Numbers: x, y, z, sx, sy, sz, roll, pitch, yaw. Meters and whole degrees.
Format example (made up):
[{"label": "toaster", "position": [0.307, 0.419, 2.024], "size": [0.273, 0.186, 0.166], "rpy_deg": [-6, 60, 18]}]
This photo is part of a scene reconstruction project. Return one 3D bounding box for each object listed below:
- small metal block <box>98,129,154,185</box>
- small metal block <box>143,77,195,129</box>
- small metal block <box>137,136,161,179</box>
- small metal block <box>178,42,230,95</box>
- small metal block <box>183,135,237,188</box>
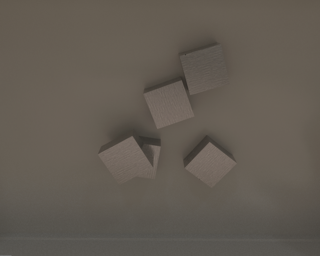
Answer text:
[{"label": "small metal block", "position": [-0.043, 0.037, 0.398], "size": [0.050, 0.025, 0.050], "rpy_deg": [-28, 108, 9]}, {"label": "small metal block", "position": [0.012, -0.033, 0.399], "size": [0.050, 0.025, 0.050], "rpy_deg": [-19, 109, 6]}, {"label": "small metal block", "position": [-0.028, 0.039, 0.425], "size": [0.050, 0.025, 0.050], "rpy_deg": [9, 110, -4]}, {"label": "small metal block", "position": [0.054, -0.074, 0.385], "size": [0.050, 0.025, 0.050], "rpy_deg": [-15, 110, 5]}, {"label": "small metal block", "position": [0.069, 0.047, 0.430], "size": [0.050, 0.025, 0.050], "rpy_deg": [37, 106, -13]}]
